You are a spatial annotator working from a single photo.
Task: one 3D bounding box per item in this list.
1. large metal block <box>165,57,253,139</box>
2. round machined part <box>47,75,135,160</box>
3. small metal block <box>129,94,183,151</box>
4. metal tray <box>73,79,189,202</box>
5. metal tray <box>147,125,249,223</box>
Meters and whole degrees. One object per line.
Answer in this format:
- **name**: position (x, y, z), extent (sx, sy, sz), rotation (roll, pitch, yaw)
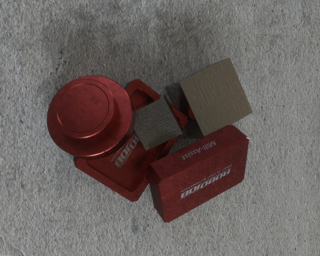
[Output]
- **large metal block**: position (0.066, -0.039, 0.421), extent (0.080, 0.050, 0.080), rotation (-28, 100, -18)
- **round machined part**: position (-0.080, -0.016, 0.349), extent (0.099, 0.042, 0.098), rotation (-1, 73, 5)
- **small metal block**: position (-0.006, -0.007, 0.384), extent (0.050, 0.025, 0.050), rotation (-26, 102, 10)
- **metal tray**: position (-0.035, 0.015, 0.394), extent (0.090, 0.030, 0.130), rotation (37, 78, -17)
- **metal tray**: position (0.052, 0.060, 0.402), extent (0.131, 0.030, 0.089), rotation (-24, 134, -18)
